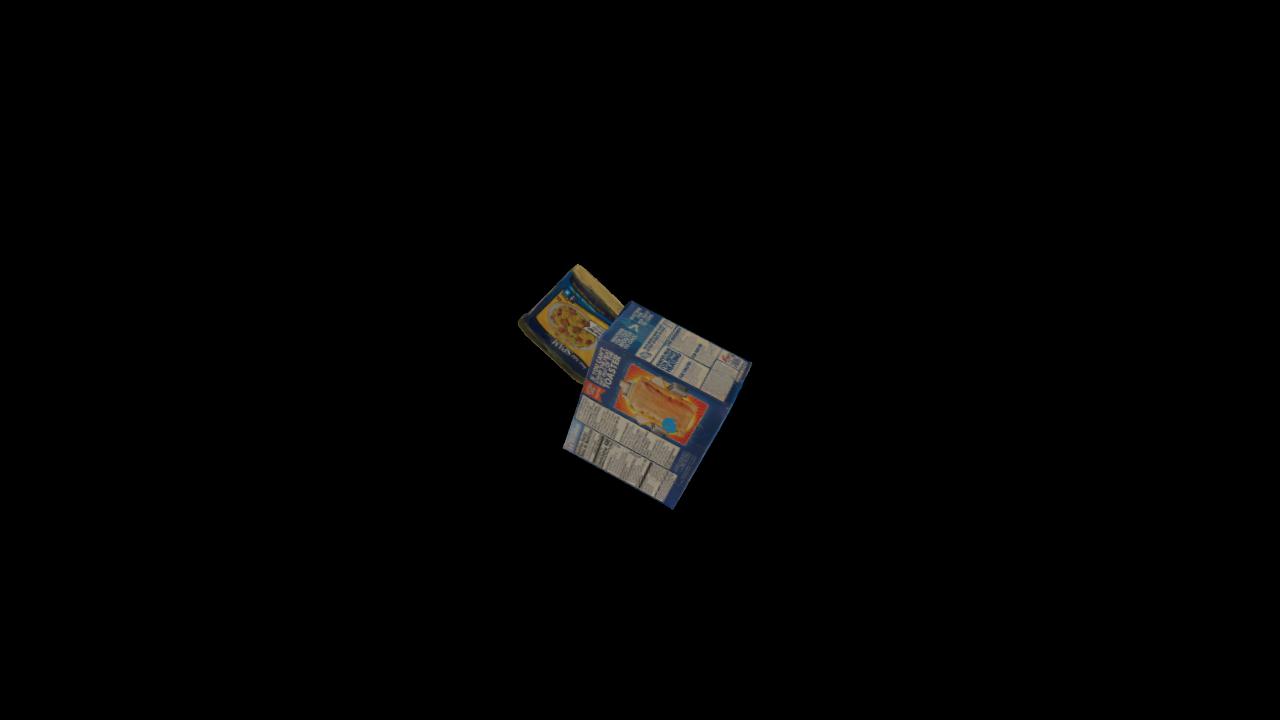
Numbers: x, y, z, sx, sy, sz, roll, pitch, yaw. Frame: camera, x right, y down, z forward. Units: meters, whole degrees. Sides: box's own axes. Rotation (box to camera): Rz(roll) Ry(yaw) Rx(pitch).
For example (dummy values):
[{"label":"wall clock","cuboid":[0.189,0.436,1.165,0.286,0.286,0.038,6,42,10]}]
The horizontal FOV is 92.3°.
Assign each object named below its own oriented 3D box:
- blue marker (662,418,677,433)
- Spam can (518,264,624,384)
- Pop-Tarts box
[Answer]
[{"label":"blue marker","cuboid":[0.037,0.025,0.631,0.020,0.020,0.121,0,44,9]},{"label":"Spam can","cuboid":[-0.063,-0.039,0.660,0.085,0.101,0.058,-43,14,15]},{"label":"Pop-Tarts box","cuboid":[0.014,0.049,0.644,0.141,0.167,0.083,27,39,7]}]
